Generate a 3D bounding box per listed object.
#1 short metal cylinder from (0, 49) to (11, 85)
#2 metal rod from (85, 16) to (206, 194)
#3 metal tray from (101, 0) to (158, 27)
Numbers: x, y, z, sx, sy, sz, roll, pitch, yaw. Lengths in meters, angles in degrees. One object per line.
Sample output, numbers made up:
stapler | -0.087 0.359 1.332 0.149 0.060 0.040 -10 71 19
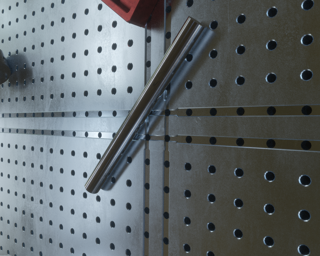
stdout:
short metal cylinder | -0.379 -0.135 0.681 0.080 0.081 0.050 -44 64 31
metal rod | -0.032 -0.016 0.433 0.025 0.025 0.298 49 119 28
metal tray | -0.028 -0.220 0.427 0.090 0.030 0.129 47 117 29
